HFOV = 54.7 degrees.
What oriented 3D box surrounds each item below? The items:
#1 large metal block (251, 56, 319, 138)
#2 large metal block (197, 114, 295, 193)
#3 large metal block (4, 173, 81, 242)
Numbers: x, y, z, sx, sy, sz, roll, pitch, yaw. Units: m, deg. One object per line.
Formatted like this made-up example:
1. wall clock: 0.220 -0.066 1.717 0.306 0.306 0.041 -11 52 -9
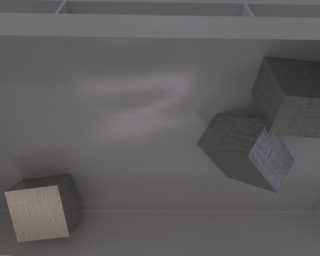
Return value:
1. large metal block: 0.157 -0.035 0.345 0.081 0.080 0.050 5 130 -4
2. large metal block: 0.108 0.030 0.392 0.080 0.050 0.080 46 160 -32
3. large metal block: -0.175 0.120 0.471 0.080 0.050 0.079 -8 100 6
